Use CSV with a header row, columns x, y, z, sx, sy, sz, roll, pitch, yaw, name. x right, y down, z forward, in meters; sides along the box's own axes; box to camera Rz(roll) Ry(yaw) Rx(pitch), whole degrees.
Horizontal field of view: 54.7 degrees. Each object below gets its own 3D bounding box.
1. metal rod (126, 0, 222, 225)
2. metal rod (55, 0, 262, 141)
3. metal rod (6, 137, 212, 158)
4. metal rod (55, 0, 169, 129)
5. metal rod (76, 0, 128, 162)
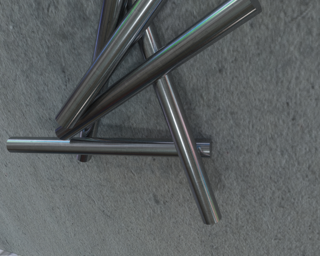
x,y,z,sx,sy,sz,roll,pitch,yaw,name
0.015,-0.022,0.358,0.025,0.025,0.298,-12,105,33,metal rod
-0.030,-0.049,0.341,0.299,0.025,0.025,-28,103,38,metal rod
-0.081,0.026,0.431,0.301,0.025,0.025,0,119,16,metal rod
-0.025,-0.106,0.313,0.025,0.025,0.299,43,116,-2,metal rod
-0.079,-0.053,0.394,0.025,0.025,0.298,31,134,8,metal rod
